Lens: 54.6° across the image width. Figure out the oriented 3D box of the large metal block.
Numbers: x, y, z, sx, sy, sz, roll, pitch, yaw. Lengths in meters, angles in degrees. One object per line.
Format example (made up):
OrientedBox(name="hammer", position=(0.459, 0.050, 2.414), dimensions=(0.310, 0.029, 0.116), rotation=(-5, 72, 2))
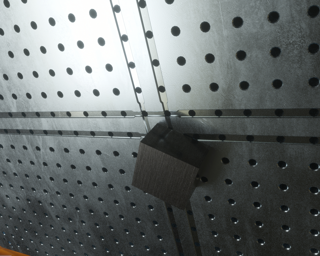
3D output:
OrientedBox(name="large metal block", position=(0.014, 0.052, 0.421), dimensions=(0.080, 0.050, 0.079), rotation=(23, 127, 14))
